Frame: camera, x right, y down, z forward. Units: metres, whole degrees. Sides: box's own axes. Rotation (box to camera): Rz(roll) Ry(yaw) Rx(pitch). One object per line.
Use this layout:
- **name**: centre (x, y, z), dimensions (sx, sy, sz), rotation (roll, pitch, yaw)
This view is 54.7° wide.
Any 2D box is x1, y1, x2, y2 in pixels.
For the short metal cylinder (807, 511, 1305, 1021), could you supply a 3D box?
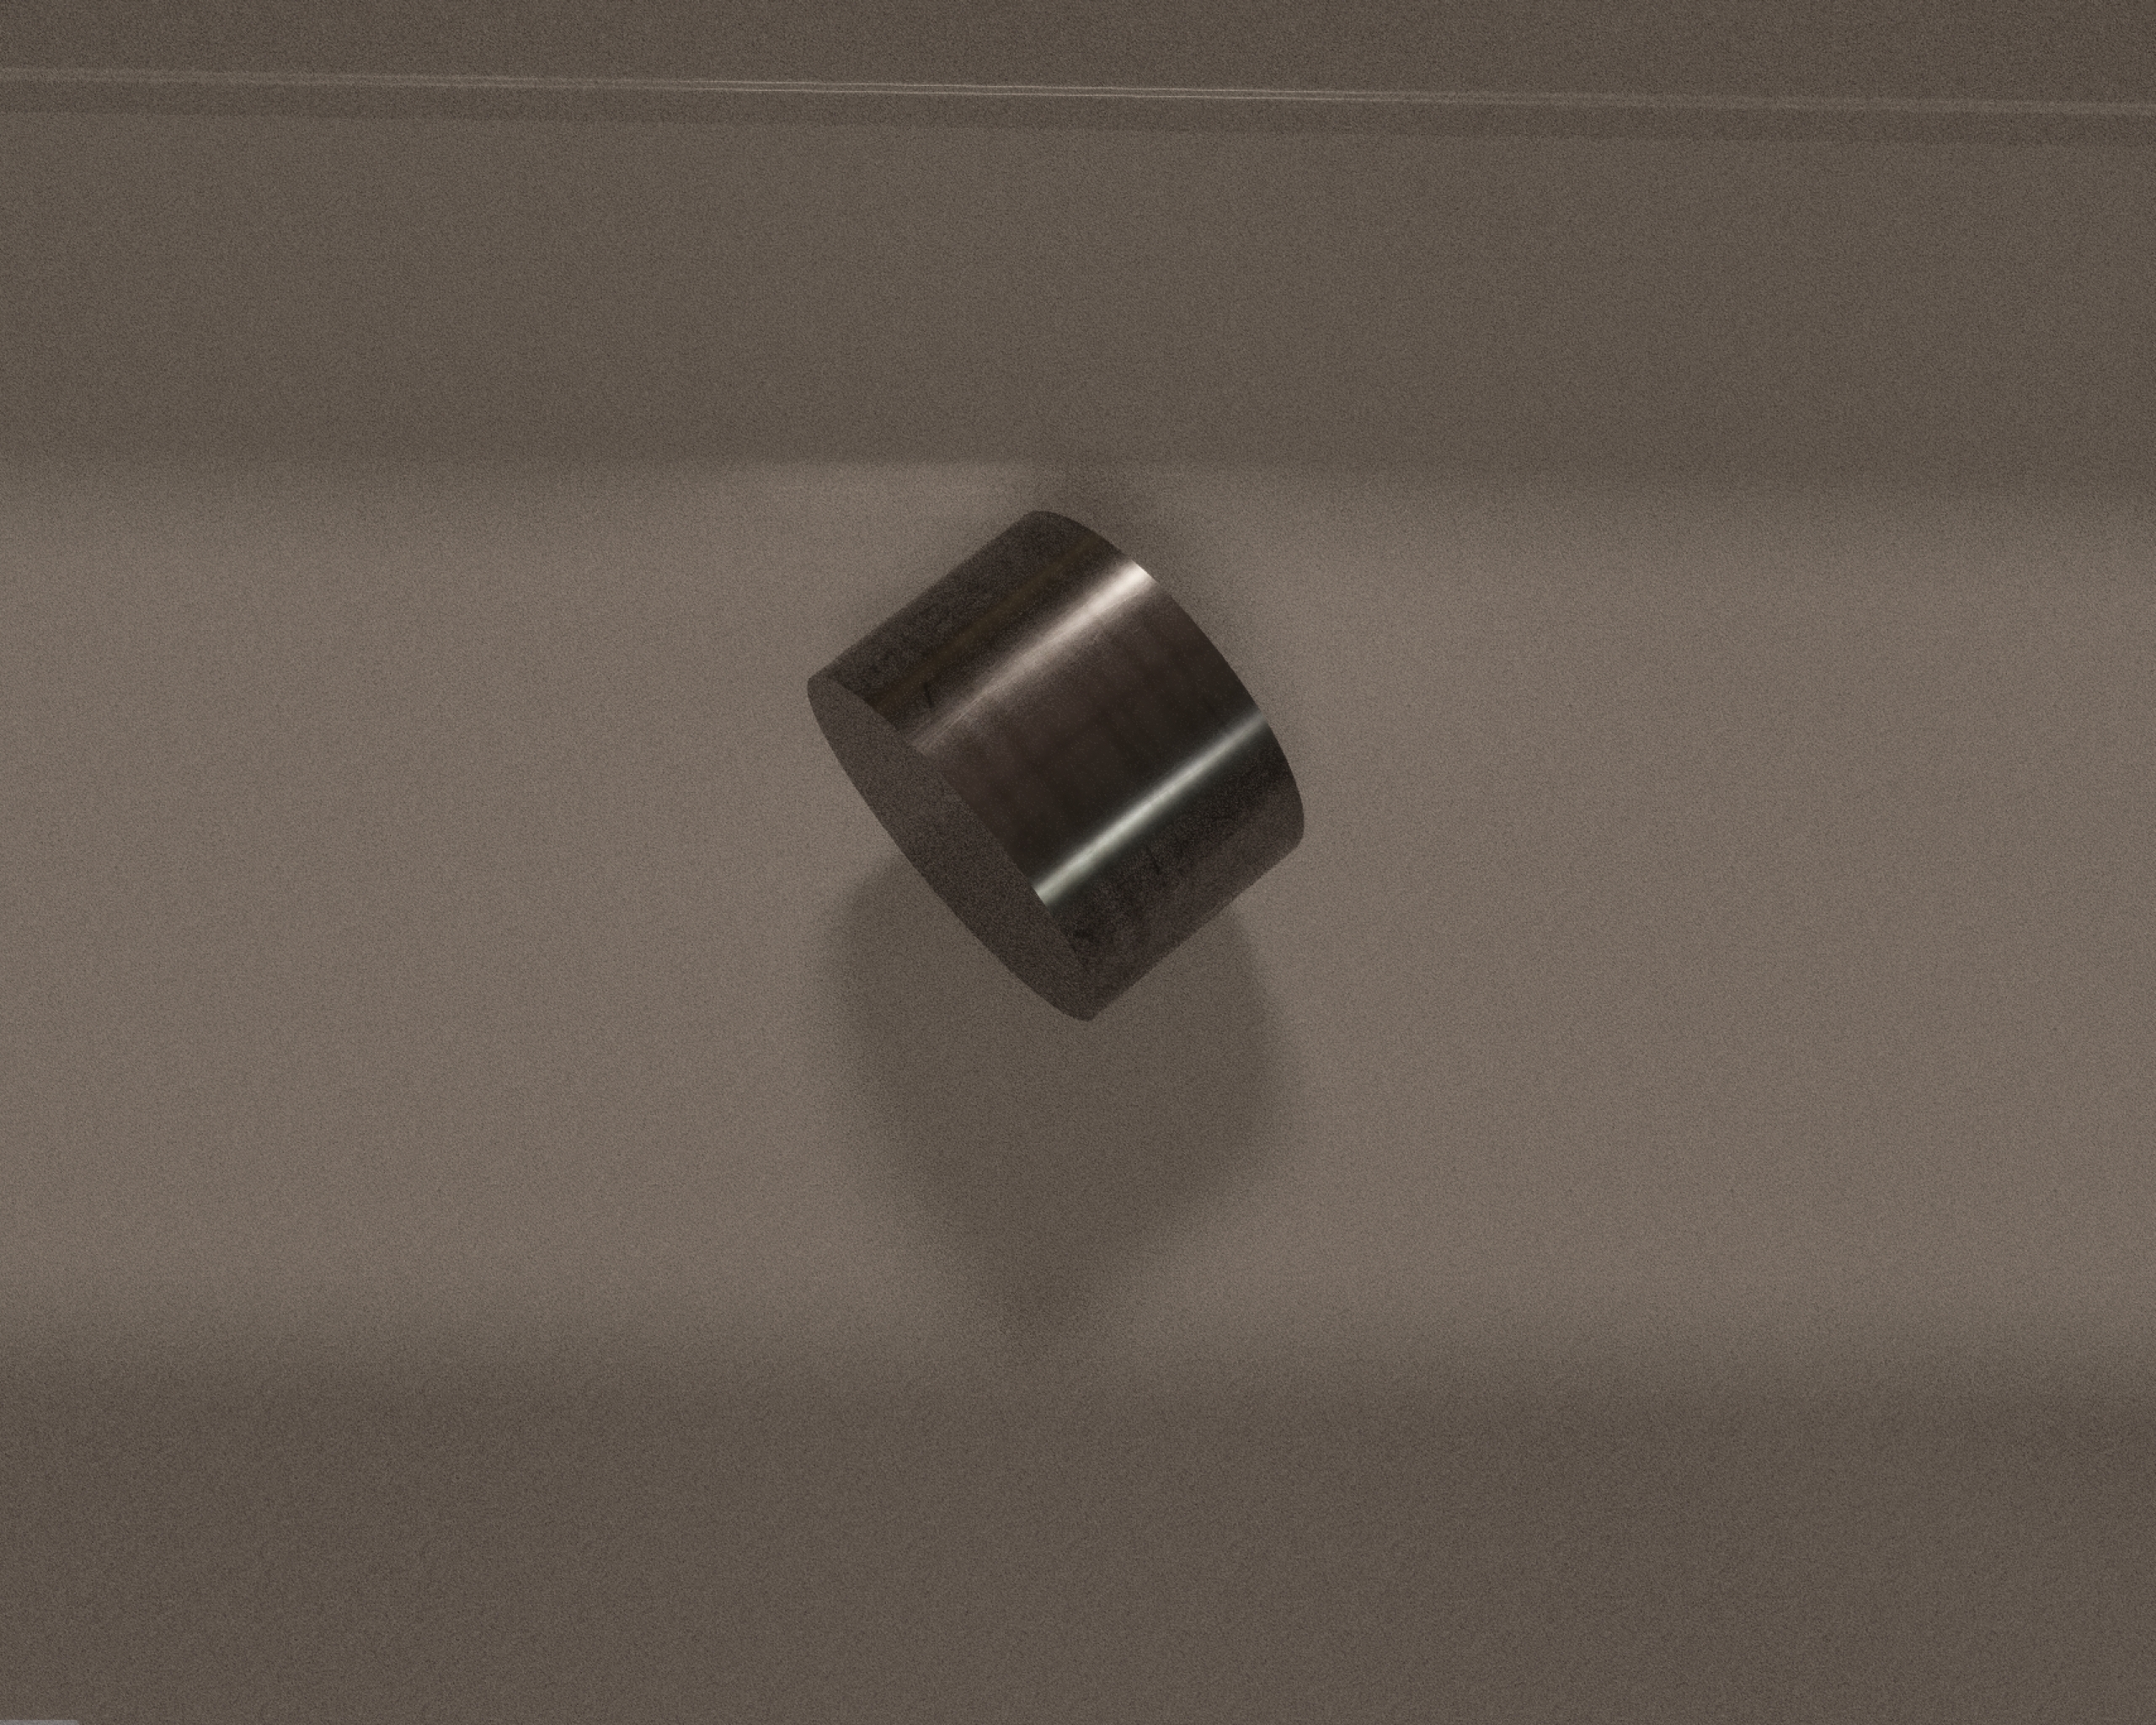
- **short metal cylinder**: centre (-0.004, -0.017, 0.384), dimensions (0.050, 0.080, 0.080), rotation (-40, 75, -13)
